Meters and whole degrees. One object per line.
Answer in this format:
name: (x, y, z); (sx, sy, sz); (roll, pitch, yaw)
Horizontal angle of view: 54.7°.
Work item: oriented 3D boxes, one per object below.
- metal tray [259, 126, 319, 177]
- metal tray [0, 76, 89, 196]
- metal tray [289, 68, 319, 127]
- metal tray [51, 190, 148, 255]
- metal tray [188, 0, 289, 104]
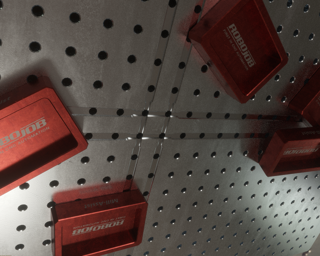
metal tray: (0.252, 0.041, 0.549); (0.131, 0.030, 0.089); (-4, 133, -16)
metal tray: (-0.156, 0.014, 0.331); (0.131, 0.030, 0.090); (-29, 129, -10)
metal tray: (0.293, -0.040, 0.546); (0.131, 0.030, 0.090); (31, 101, -38)
metal tray: (-0.087, 0.144, 0.450); (0.131, 0.030, 0.089); (-5, 121, -26)
metal tray: (0.106, -0.103, 0.404); (0.090, 0.030, 0.130); (-45, 130, 2)
